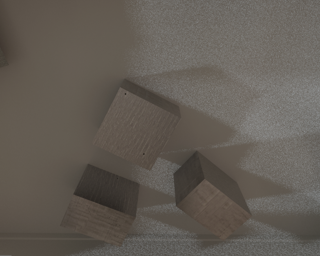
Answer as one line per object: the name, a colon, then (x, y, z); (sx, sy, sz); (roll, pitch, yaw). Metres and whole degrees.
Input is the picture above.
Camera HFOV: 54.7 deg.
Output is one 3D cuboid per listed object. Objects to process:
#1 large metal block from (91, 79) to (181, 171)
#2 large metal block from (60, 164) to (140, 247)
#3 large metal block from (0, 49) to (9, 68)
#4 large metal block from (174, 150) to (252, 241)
large metal block: (-0.029, -0.005, 0.396); (0.080, 0.050, 0.080); (27, 108, -10)
large metal block: (-0.077, 0.102, 0.419); (0.080, 0.080, 0.050); (23, 109, -8)
large metal block: (-0.232, -0.091, 0.339); (0.050, 0.080, 0.080); (-2, 116, 41)
large metal block: (0.066, 0.087, 0.415); (0.080, 0.080, 0.050); (39, 106, -13)
